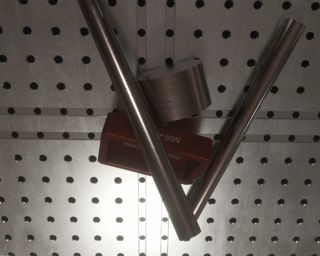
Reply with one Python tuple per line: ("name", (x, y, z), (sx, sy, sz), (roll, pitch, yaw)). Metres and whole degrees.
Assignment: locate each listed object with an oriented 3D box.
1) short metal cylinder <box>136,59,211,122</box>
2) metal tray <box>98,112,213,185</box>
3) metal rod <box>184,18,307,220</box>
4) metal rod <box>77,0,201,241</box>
("short metal cylinder", (0.016, -0.045, 0.367), (0.080, 0.080, 0.050), (-15, 108, 5))
("metal tray", (-0.009, 0.030, 0.395), (0.131, 0.030, 0.090), (15, 148, -6))
("metal rod", (0.104, 0.003, 0.415), (0.025, 0.025, 0.298), (22, 108, -8))
("metal rod", (-0.028, -0.024, 0.339), (0.025, 0.025, 0.299), (-25, 84, 8))
